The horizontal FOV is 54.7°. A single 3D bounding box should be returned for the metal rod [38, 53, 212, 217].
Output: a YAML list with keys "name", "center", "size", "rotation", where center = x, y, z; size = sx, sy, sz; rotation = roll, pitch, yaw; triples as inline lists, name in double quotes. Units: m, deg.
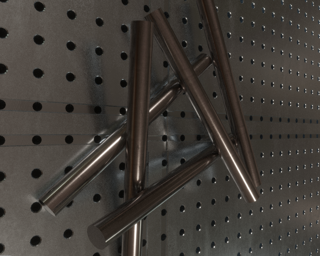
- name: "metal rod"
  center: [-0.023, -0.010, 0.391]
  size: [0.301, 0.025, 0.025]
  rotation: [-45, 117, -31]

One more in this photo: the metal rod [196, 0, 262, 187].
- name: "metal rod"
  center: [0.106, -0.051, 0.472]
  size: [0.025, 0.025, 0.298]
  rotation: [-23, 100, -38]

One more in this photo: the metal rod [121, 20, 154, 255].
- name: "metal rod"
  center: [-0.028, 0.033, 0.358]
  size: [0.025, 0.025, 0.298]
  rotation: [-5, 102, -40]

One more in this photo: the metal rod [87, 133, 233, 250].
- name: "metal rod"
  center: [0.031, 0.060, 0.400]
  size: [0.302, 0.025, 0.025]
  rotation: [-24, 106, -49]

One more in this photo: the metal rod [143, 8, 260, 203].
- name: "metal rod"
  center: [0.064, -0.019, 0.424]
  size: [0.025, 0.025, 0.299]
  rotation: [-41, 109, -32]
